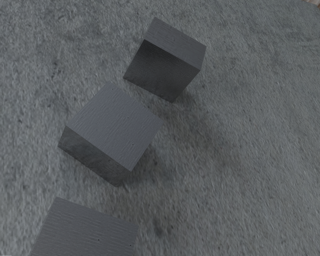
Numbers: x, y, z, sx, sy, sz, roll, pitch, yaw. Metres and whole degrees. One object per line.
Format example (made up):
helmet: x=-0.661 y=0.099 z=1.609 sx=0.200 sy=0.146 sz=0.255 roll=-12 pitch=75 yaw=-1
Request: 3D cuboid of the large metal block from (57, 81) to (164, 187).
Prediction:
large metal block: x=-0.055 y=0.006 z=0.355 sx=0.080 sy=0.050 sz=0.080 roll=37 pitch=51 yaw=-4

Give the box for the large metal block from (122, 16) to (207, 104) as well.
large metal block: x=0.005 y=-0.091 z=0.428 sx=0.080 sy=0.080 sz=0.050 roll=26 pitch=53 yaw=-12

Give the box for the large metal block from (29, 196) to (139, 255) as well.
large metal block: x=-0.074 y=0.119 z=0.276 sx=0.080 sy=0.050 sz=0.080 roll=24 pitch=53 yaw=-14
